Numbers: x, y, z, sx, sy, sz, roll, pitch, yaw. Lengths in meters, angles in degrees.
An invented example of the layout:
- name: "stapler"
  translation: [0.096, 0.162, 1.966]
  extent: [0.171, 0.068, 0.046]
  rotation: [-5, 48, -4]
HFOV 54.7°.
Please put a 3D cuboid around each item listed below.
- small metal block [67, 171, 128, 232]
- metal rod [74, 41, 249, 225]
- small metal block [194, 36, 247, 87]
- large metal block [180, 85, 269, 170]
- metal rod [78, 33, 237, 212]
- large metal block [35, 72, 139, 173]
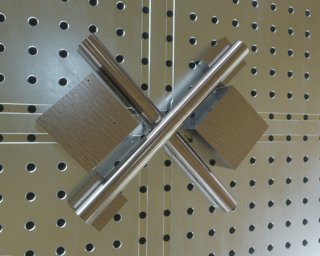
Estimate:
- name: "small metal block"
  translation: [-0.077, 0.090, 0.384]
  extent: [0.050, 0.025, 0.050]
  rotation: [46, 76, -14]
- name: "metal rod"
  translation: [0.012, -0.004, 0.390]
  extent: [0.301, 0.025, 0.025]
  rotation: [-47, 105, -14]
- name: "small metal block"
  translation: [0.087, -0.093, 0.445]
  extent: [0.050, 0.025, 0.050]
  rotation: [-46, 104, -14]
- name: "large metal block"
  translation: [0.089, -0.001, 0.432]
  extent: [0.080, 0.050, 0.080]
  rotation: [45, 76, -15]
- name: "metal rod"
  translation: [0.005, 0.003, 0.413]
  extent: [0.025, 0.025, 0.300]
  rotation: [-45, 104, -14]
- name: "large metal block"
  translation: [-0.086, -0.006, 0.368]
  extent: [0.080, 0.050, 0.080]
  rotation: [-45, 104, -14]
